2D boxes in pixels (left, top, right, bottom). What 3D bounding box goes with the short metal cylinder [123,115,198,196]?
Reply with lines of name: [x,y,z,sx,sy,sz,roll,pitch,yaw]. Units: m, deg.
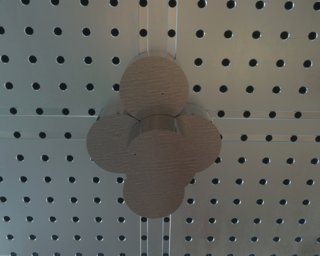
short metal cylinder: [0.000,0.030,0.357,0.081,0.050,0.079,0,110,0]

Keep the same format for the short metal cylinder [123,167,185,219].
short metal cylinder: [-0.008,0.076,0.427,0.081,0.050,0.079,0,108,-1]

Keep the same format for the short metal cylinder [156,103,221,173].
short metal cylinder: [0.035,0.013,0.404,0.081,0.050,0.079,0,110,0]

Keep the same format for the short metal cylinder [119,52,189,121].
short metal cylinder: [-0.007,-0.051,0.381,0.081,0.050,0.079,-1,110,-1]

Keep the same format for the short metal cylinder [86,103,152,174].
short metal cylinder: [-0.050,0.012,0.404,0.081,0.050,0.079,0,110,0]
